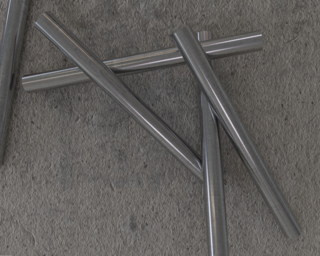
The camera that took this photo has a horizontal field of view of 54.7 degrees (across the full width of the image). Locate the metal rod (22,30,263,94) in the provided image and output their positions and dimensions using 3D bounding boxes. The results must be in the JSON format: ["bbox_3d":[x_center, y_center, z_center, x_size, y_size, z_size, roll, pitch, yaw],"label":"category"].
[{"bbox_3d":[-0.027,-0.081,0.390,0.301,0.025,0.025,-9,90,7],"label":"metal rod"}]

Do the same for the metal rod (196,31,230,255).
[{"bbox_3d":[0.064,0.024,0.386,0.025,0.025,0.298,-2,80,0],"label":"metal rod"}]

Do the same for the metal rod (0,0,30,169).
[{"bbox_3d":[-0.198,-0.095,0.408,0.025,0.025,0.298,10,90,0],"label":"metal rod"}]

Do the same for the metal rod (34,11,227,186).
[{"bbox_3d":[-0.028,-0.023,0.383,0.300,0.025,0.025,44,90,-11],"label":"metal rod"}]

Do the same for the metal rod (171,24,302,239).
[{"bbox_3d":[0.100,0.014,0.381,0.025,0.025,0.299,-32,102,0],"label":"metal rod"}]
